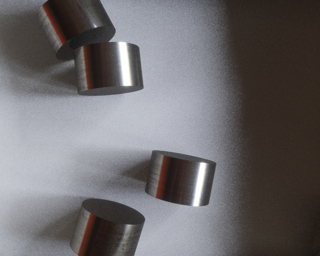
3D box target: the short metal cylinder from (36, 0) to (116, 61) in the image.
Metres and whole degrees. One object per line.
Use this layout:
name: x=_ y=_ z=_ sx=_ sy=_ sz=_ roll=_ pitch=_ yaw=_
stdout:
short metal cylinder: x=-0.103 y=-0.126 z=0.383 sx=0.080 sy=0.080 sz=0.050 roll=-28 pitch=90 yaw=0

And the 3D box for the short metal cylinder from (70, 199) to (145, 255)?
short metal cylinder: x=-0.064 y=0.126 z=0.383 sx=0.080 sy=0.080 sz=0.050 roll=17 pitch=90 yaw=0

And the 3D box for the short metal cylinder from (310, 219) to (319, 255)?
short metal cylinder: x=0.234 y=0.139 z=0.378 sx=0.081 sy=0.080 sz=0.050 roll=2 pitch=123 yaw=0

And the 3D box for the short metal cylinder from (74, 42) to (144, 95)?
short metal cylinder: x=-0.063 y=-0.070 z=0.383 sx=0.080 sy=0.080 sz=0.050 roll=-6 pitch=90 yaw=0

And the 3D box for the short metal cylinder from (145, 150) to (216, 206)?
short metal cylinder: x=0.025 y=0.060 z=0.384 sx=0.080 sy=0.080 sz=0.050 roll=11 pitch=90 yaw=0
